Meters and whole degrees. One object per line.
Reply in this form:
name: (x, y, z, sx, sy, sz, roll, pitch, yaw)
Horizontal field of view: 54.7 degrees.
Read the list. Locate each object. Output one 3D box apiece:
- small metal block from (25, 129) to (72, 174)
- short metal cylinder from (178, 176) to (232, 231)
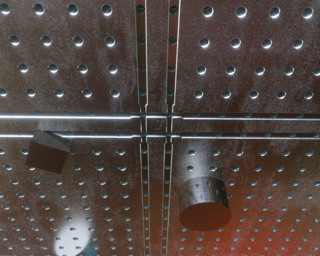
small metal block: (-0.158, 0.034, 0.439, 0.050, 0.025, 0.050, 18, 128, -15)
short metal cylinder: (0.071, 0.123, 0.501, 0.081, 0.050, 0.079, 0, 130, 0)
